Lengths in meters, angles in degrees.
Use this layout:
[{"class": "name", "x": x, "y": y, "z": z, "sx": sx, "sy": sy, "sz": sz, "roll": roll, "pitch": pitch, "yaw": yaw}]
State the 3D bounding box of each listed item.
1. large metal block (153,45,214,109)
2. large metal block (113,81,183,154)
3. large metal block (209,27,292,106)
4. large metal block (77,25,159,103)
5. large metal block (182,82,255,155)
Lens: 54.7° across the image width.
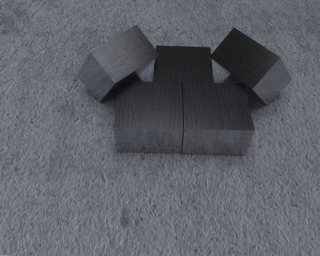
[{"class": "large metal block", "x": 0.032, "y": -0.075, "z": 0.452, "sx": 0.081, "sy": 0.050, "sz": 0.080, "roll": 2, "pitch": 50, "yaw": 1}, {"class": "large metal block", "x": -0.013, "y": -0.014, "z": 0.400, "sx": 0.081, "sy": 0.050, "sz": 0.080, "roll": 1, "pitch": 50, "yaw": 0}, {"class": "large metal block", "x": 0.128, "y": -0.084, "z": 0.433, "sx": 0.050, "sy": 0.080, "sz": 0.080, "roll": -50, "pitch": 58, "yaw": 12}, {"class": "large metal block", "x": -0.060, "y": -0.087, "z": 0.433, "sx": 0.080, "sy": 0.080, "sz": 0.050, "roll": -40, "pitch": 95, "yaw": -28}, {"class": "large metal block", "x": 0.069, "y": -0.013, "z": 0.397, "sx": 0.081, "sy": 0.050, "sz": 0.080, "roll": 1, "pitch": 50, "yaw": 0}]
